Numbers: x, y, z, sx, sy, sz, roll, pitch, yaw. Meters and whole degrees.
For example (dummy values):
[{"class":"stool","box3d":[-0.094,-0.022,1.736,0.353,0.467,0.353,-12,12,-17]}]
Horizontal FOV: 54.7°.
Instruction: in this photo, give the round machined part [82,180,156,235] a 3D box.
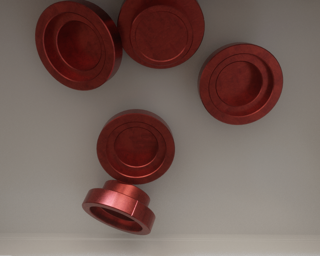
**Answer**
[{"class":"round machined part","box3d":[-0.052,0.106,0.423,0.098,0.042,0.098,15,147,11]}]

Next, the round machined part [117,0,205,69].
[{"class":"round machined part","box3d":[0.001,-0.109,0.347,0.099,0.042,0.097,-1,129,-1]}]

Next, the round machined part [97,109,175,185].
[{"class":"round machined part","box3d":[-0.031,0.022,0.409,0.099,0.042,0.097,-1,109,-2]}]

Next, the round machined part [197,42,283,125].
[{"class":"round machined part","box3d":[0.095,-0.056,0.383,0.099,0.042,0.097,0,110,-1]}]

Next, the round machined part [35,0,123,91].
[{"class":"round machined part","box3d":[-0.088,-0.096,0.355,0.098,0.042,0.097,8,119,16]}]
